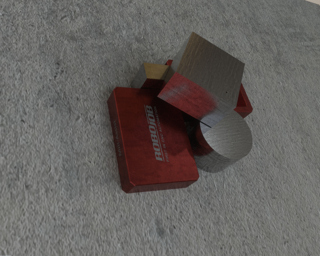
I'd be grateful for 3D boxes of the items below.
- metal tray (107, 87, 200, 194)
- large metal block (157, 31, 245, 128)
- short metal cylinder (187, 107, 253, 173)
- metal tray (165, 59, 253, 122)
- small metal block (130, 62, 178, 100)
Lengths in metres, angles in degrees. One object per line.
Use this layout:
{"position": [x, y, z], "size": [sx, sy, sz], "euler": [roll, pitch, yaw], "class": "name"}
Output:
{"position": [-0.011, 0.012, 0.390], "size": [0.091, 0.030, 0.130], "euler": [1, 62, -28], "class": "metal tray"}
{"position": [0.053, -0.061, 0.389], "size": [0.080, 0.050, 0.080], "euler": [29, 52, -10], "class": "large metal block"}
{"position": [0.077, 0.015, 0.421], "size": [0.081, 0.050, 0.080], "euler": [13, 57, -20], "class": "short metal cylinder"}
{"position": [0.071, -0.056, 0.474], "size": [0.131, 0.030, 0.090], "euler": [-2, 63, -29], "class": "metal tray"}
{"position": [-0.007, -0.061, 0.423], "size": [0.050, 0.050, 0.025], "euler": [1, 62, -28], "class": "small metal block"}
